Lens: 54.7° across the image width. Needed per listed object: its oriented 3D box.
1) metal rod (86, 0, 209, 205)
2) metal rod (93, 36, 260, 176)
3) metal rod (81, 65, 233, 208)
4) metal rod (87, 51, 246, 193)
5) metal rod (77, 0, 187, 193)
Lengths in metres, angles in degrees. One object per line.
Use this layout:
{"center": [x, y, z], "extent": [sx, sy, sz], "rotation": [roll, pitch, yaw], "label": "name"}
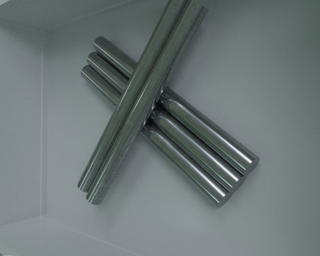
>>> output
{"center": [-0.027, -0.016, 0.395], "extent": [0.025, 0.025, 0.298], "rotation": [45, 117, 31], "label": "metal rod"}
{"center": [0.002, -0.045, 0.404], "extent": [0.300, 0.025, 0.025], "rotation": [42, 116, 31], "label": "metal rod"}
{"center": [-0.022, -0.006, 0.423], "extent": [0.300, 0.025, 0.025], "rotation": [42, 116, 32], "label": "metal rod"}
{"center": [-0.010, -0.025, 0.413], "extent": [0.300, 0.025, 0.025], "rotation": [42, 116, 32], "label": "metal rod"}
{"center": [-0.043, -0.031, 0.408], "extent": [0.025, 0.025, 0.298], "rotation": [45, 117, 31], "label": "metal rod"}
